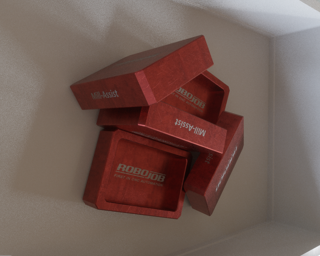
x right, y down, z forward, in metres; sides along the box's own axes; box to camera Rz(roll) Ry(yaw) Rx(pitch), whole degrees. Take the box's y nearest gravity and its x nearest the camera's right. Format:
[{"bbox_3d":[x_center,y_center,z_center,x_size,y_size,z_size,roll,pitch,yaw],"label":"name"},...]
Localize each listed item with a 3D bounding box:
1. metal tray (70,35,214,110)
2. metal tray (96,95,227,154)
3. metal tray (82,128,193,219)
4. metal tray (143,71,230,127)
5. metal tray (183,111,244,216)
[{"bbox_3d":[-0.023,-0.054,0.317,0.091,0.130,0.030,-37,113,-34],"label":"metal tray"},{"bbox_3d":[0.004,0.000,0.366,0.131,0.090,0.030,20,78,-39],"label":"metal tray"},{"bbox_3d":[-0.021,0.059,0.384,0.131,0.030,0.090,20,77,-38],"label":"metal tray"},{"bbox_3d":[0.040,-0.043,0.437,0.131,0.030,0.090,27,73,-37],"label":"metal tray"},{"bbox_3d":[0.083,0.051,0.447,0.130,0.030,0.090,-58,152,-24],"label":"metal tray"}]
